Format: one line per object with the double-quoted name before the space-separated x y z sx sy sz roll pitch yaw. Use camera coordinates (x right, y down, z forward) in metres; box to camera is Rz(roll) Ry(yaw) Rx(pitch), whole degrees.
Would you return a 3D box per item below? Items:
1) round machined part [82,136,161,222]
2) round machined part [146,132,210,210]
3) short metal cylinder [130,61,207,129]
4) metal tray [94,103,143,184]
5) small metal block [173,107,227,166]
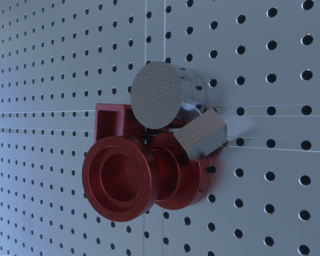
"round machined part" -0.042 0.058 0.368 0.098 0.042 0.097 1 92 29
"round machined part" 0.009 0.054 0.388 0.098 0.042 0.097 0 90 39
"short metal cylinder" 0.010 -0.039 0.383 0.080 0.050 0.079 0 90 39
"metal tray" -0.063 0.031 0.441 0.090 0.030 0.129 8 95 54
"small metal block" 0.046 0.011 0.341 0.050 0.050 0.025 -34 64 -4
